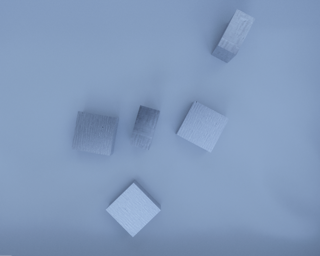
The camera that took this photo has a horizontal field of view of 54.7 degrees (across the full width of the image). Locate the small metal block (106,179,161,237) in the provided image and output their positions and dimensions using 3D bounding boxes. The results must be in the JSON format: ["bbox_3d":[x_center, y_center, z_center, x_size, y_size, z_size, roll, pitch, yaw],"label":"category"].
[{"bbox_3d":[-0.034,0.106,0.411,0.050,0.025,0.050,-44,90,0],"label":"small metal block"}]

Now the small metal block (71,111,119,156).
[{"bbox_3d":[-0.085,0.007,0.411,0.050,0.025,0.050,10,90,0],"label":"small metal block"}]

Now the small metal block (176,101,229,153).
[{"bbox_3d":[0.055,-0.002,0.412,0.050,0.025,0.050,28,90,0],"label":"small metal block"}]

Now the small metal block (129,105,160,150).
[{"bbox_3d":[-0.019,0.000,0.399,0.025,0.050,0.050,16,90,0],"label":"small metal block"}]

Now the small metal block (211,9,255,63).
[{"bbox_3d":[0.093,-0.116,0.399,0.025,0.050,0.050,28,90,0],"label":"small metal block"}]
